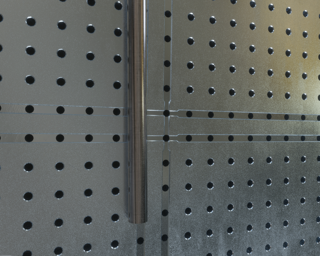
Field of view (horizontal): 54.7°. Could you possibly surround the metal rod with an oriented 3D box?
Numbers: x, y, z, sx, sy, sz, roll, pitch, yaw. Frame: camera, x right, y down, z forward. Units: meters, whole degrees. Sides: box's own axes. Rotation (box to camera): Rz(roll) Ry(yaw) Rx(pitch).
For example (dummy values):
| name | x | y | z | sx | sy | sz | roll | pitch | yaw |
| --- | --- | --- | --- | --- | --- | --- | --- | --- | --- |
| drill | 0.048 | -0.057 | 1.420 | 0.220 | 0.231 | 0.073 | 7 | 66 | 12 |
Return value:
| name | x | y | z | sx | sy | sz | roll | pitch | yaw |
| --- | --- | --- | --- | --- | --- | --- | --- | --- | --- |
| metal rod | -0.029 | -0.028 | 0.402 | 0.025 | 0.025 | 0.298 | 0 | 90 | -20 |
